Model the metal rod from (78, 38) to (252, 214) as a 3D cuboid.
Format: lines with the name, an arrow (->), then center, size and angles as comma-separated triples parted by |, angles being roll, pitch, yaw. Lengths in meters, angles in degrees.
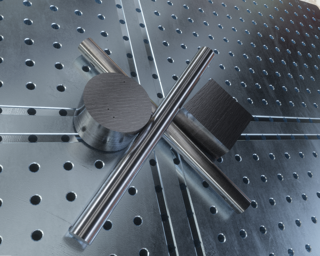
metal rod -> 0.004, -0.005, 0.408 | 0.300, 0.025, 0.025 | 46, 51, 3

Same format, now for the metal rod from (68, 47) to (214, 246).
metal rod -> -0.005, -0.001, 0.374 | 0.025, 0.025, 0.301 | 37, 59, -4

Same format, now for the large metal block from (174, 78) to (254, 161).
large metal block -> 0.069, -0.010, 0.430 | 0.080, 0.050, 0.080 | 44, 51, 2

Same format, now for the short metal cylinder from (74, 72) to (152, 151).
short metal cylinder -> -0.057, -0.019, 0.368 | 0.081, 0.050, 0.080 | 14, 56, -21
